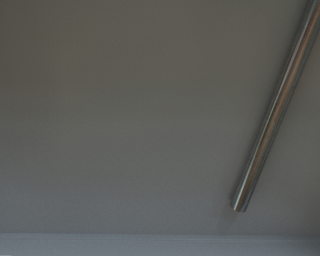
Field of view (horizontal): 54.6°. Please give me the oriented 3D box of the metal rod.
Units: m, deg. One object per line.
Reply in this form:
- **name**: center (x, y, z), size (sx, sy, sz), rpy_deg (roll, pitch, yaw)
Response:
- **metal rod**: center (0.150, -0.020, 0.404), size (0.025, 0.025, 0.298), rpy_deg (13, 110, -5)
